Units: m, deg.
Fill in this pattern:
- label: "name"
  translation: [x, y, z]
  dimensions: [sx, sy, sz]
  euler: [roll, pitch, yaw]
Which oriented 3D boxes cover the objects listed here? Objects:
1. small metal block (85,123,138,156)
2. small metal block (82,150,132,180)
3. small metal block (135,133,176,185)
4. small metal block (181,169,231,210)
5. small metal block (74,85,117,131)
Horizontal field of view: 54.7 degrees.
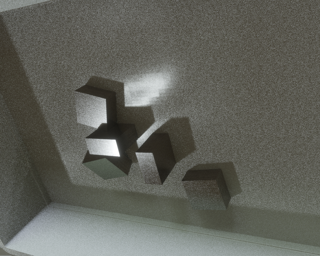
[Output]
- label: "small metal block"
  translation: [-0.067, 0.015, 0.435]
  dimensions: [0.050, 0.050, 0.025]
  euler: [2, 116, 27]
- label: "small metal block"
  translation: [-0.080, 0.053, 0.470]
  dimensions: [0.050, 0.025, 0.050]
  euler: [-16, 134, 34]
- label: "small metal block"
  translation: [-0.004, 0.041, 0.419]
  dimensions: [0.025, 0.050, 0.050]
  euler: [-1, 118, 28]
- label: "small metal block"
  translation: [0.064, 0.085, 0.427]
  dimensions: [0.050, 0.025, 0.050]
  euler: [-8, 114, 31]
- label: "small metal block"
  translation: [-0.090, -0.029, 0.435]
  dimensions: [0.050, 0.025, 0.050]
  euler: [15, 123, 19]
